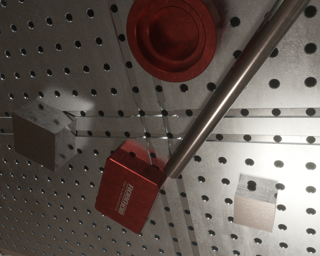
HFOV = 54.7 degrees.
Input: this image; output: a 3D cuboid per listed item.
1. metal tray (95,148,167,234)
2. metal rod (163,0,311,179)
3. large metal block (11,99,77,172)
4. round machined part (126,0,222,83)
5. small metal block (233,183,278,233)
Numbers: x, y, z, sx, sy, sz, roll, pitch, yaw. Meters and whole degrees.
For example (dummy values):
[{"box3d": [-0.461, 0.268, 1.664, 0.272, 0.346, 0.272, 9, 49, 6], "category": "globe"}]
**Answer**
[{"box3d": [-0.050, 0.104, 0.497, 0.090, 0.030, 0.129, 28, 128, 10], "category": "metal tray"}, {"box3d": [0.075, -0.039, 0.346, 0.025, 0.025, 0.298, 34, 129, 5], "category": "metal rod"}, {"box3d": [-0.184, 0.012, 0.497, 0.080, 0.050, 0.079, 24, 127, 12], "category": "large metal block"}, {"box3d": [0.017, -0.101, 0.327, 0.098, 0.042, 0.097, 13, 124, 20], "category": "round machined part"}, {"box3d": [0.126, 0.106, 0.410, 0.050, 0.025, 0.050, 8, 122, 23], "category": "small metal block"}]
